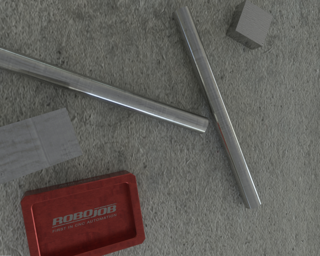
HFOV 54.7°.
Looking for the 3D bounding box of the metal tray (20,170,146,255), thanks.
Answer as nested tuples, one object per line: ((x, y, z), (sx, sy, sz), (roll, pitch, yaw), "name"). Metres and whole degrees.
((-0.090, 0.109, 0.373), (0.131, 0.030, 0.089), (-10, 94, -20), "metal tray")

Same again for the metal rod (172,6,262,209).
((0.083, -0.023, 0.441), (0.025, 0.025, 0.299), (-25, 99, -19), "metal rod")

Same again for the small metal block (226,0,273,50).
((0.133, -0.152, 0.460), (0.050, 0.025, 0.050), (23, 82, -19), "small metal block")

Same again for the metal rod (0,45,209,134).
((-0.075, -0.046, 0.381), (0.302, 0.025, 0.025), (17, 84, -20), "metal rod")

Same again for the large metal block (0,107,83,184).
((-0.134, 0.016, 0.330), (0.081, 0.080, 0.050), (-20, 97, -19), "large metal block")
